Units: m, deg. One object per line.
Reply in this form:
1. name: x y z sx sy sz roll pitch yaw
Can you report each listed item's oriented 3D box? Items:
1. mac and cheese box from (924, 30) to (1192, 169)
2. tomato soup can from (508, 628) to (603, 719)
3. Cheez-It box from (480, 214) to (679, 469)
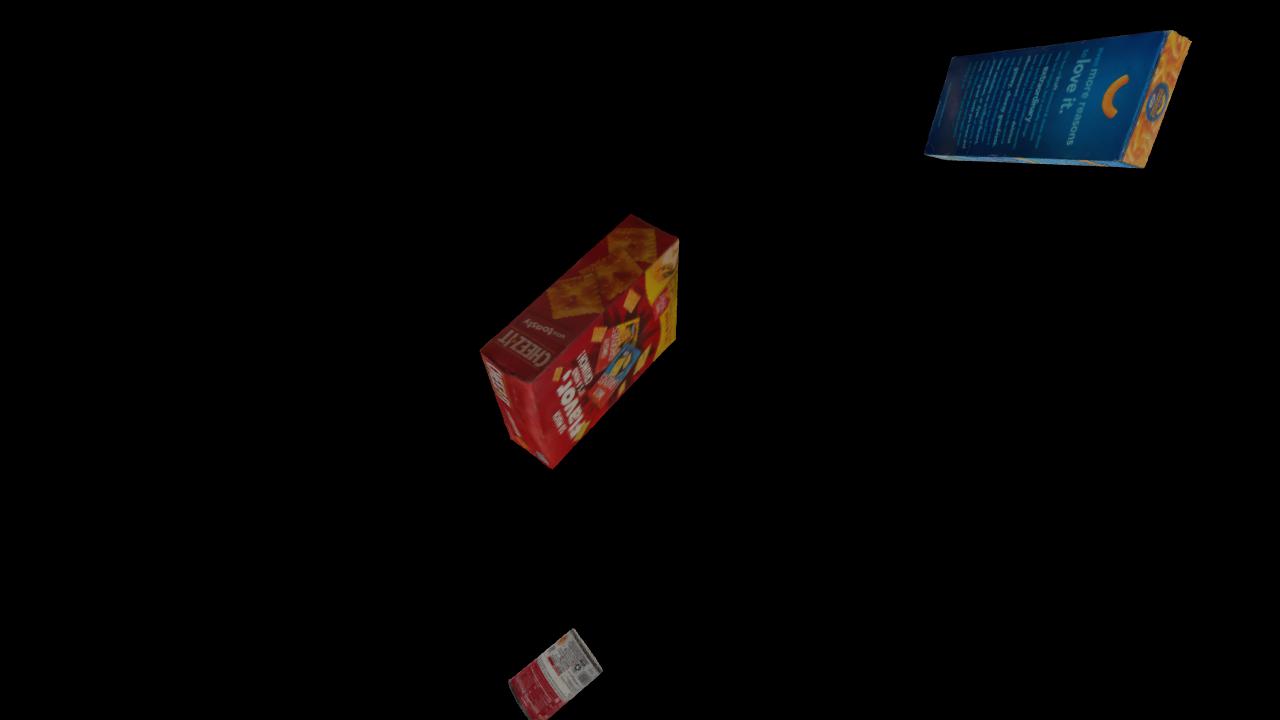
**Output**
1. mac and cheese box: 0.340 -0.217 0.527 0.041 0.093 0.184 3 18 -26
2. tomato soup can: -0.106 0.401 0.782 0.101 0.068 0.068 -36 11 -15
3. Cheez-It box: -0.049 -0.017 0.631 0.071 0.223 0.166 31 -30 21
